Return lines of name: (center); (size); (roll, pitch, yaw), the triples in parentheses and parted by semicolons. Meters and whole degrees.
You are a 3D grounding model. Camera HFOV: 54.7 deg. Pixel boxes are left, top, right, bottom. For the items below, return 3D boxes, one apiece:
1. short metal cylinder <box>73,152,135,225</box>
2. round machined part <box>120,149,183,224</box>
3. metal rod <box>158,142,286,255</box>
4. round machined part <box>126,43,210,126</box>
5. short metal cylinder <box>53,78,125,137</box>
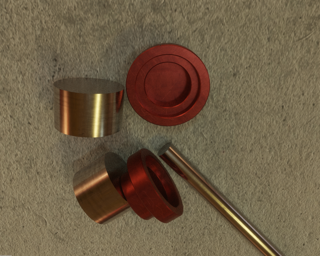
short metal cylinder: (-0.068, 0.078, 0.409); (0.050, 0.080, 0.080); (-33, 107, 11)
round machined part: (-0.014, 0.078, 0.399); (0.042, 0.098, 0.098); (-33, 107, 11)
metal rod: (0.109, 0.130, 0.459); (0.025, 0.025, 0.300); (-42, 106, 13)
round machined part: (0.009, -0.055, 0.381); (0.099, 0.042, 0.097); (0, 110, -1)
short metal cylinder: (-0.084, -0.027, 0.369); (0.081, 0.080, 0.050); (5, 110, -2)
